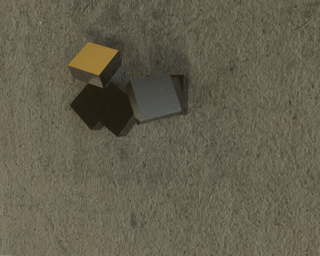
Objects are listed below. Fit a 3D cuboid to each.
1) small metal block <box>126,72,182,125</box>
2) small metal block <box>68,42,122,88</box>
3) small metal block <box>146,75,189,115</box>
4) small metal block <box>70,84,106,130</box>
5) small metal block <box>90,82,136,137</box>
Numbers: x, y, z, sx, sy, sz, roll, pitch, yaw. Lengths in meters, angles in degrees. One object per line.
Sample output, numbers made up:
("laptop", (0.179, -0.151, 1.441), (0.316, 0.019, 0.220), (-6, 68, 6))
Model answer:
("small metal block", (-0.008, -0.035, 0.372), (0.050, 0.025, 0.050), (-15, 84, -21))
("small metal block", (-0.089, -0.088, 0.428), (0.050, 0.025, 0.050), (20, 60, 18))
("small metal block", (0.009, -0.043, 0.406), (0.050, 0.025, 0.050), (2, 91, 19))
("small metal block", (-0.091, -0.032, 0.441), (0.050, 0.025, 0.050), (-46, 76, 14))
("small metal block", (-0.053, -0.024, 0.400), (0.050, 0.025, 0.050), (39, 102, 15))
